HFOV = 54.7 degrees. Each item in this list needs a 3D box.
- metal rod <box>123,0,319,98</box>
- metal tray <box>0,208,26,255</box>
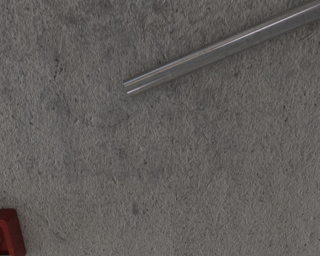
[{"bbox_3d":[0.097,-0.105,0.372,0.301,0.025,0.025,-22,109,7],"label":"metal rod"},{"bbox_3d":[-0.280,0.170,0.466,0.131,0.030,0.089,-2,110,0],"label":"metal tray"}]
